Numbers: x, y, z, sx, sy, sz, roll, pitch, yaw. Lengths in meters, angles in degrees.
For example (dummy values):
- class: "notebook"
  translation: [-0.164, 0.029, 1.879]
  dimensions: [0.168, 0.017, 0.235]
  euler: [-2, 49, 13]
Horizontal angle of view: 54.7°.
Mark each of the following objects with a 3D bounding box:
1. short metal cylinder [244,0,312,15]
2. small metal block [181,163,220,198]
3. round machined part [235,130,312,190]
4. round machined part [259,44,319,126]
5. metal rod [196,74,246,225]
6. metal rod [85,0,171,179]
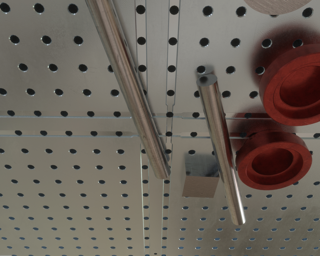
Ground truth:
- class: "short metal cylinder"
  translation: [0.102, -0.148, 0.270]
  dimensions: [0.081, 0.050, 0.079]
  euler: [0, 130, 0]
- class: "small metal block"
  translation: [0.061, 0.083, 0.482]
  dimensions: [0.050, 0.025, 0.050]
  euler: [3, 130, -3]
- class: "round machined part"
  translation: [0.156, 0.041, 0.437]
  dimensions: [0.099, 0.042, 0.097]
  euler: [0, 130, 0]
- class: "round machined part"
  translation: [0.164, -0.052, 0.357]
  dimensions: [0.099, 0.042, 0.097]
  euler: [0, 130, 0]
- class: "metal rod"
  translation: [0.097, 0.053, 0.457]
  dimensions: [0.025, 0.025, 0.299]
  euler: [-13, 129, 10]
- class: "metal rod"
  translation: [-0.032, -0.042, 0.375]
  dimensions: [0.025, 0.025, 0.299]
  euler: [-11, 130, 9]
